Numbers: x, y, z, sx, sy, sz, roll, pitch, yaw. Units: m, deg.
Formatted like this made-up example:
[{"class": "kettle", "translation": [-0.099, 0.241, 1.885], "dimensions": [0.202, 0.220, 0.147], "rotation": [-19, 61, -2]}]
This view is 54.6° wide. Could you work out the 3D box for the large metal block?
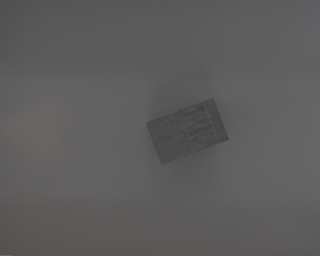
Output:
[{"class": "large metal block", "translation": [0.031, 0.003, 0.384], "dimensions": [0.080, 0.080, 0.050], "rotation": [-20, 90, 0]}]
